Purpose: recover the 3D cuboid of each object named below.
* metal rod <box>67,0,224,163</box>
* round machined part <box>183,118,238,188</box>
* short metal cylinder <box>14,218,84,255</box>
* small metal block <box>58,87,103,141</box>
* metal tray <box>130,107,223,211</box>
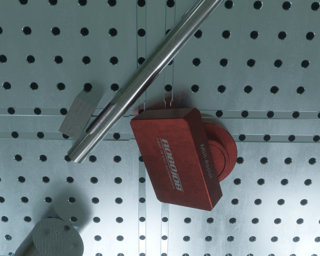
[{"bbox_3d":[-0.018,-0.066,0.388,0.025,0.025,0.299,39,105,-14],"label":"metal rod"},{"bbox_3d":[0.056,0.039,0.420,0.099,0.042,0.097,0,110,-1],"label":"round machined part"},{"bbox_3d":[-0.159,0.179,0.448,0.080,0.080,0.050,36,106,-13],"label":"short metal cylinder"},{"bbox_3d":[-0.099,-0.019,0.392,0.025,0.050,0.050,29,107,-10],"label":"small metal block"},{"bbox_3d":[0.021,0.040,0.400,0.090,0.030,0.129,-1,116,40],"label":"metal tray"}]
